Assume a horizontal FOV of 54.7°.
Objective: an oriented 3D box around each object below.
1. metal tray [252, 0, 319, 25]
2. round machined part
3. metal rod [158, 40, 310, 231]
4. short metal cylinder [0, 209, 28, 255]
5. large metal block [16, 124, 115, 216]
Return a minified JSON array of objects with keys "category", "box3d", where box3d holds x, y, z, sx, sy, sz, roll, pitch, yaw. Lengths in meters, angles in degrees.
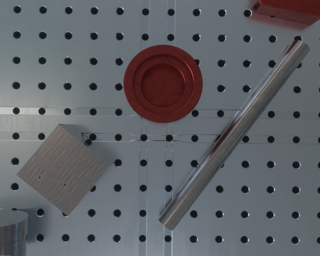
[{"category":"metal tray","box3d":[0.183,-0.214,0.412,0.091,0.030,0.129,12,90,0]},{"category":"round machined part","box3d":[0.004,-0.055,0.405,0.099,0.042,0.097,0,90,0]},{"category":"metal rod","box3d":[0.098,0.009,0.414,0.025,0.025,0.300,37,90,0]},{"category":"short metal cylinder","box3d":[-0.208,0.136,0.384,0.081,0.080,0.050,2,90,0]},{"category":"large metal block","box3d":[-0.117,0.051,0.400,0.080,0.050,0.080,39,90,0]}]
